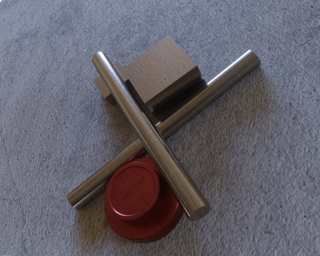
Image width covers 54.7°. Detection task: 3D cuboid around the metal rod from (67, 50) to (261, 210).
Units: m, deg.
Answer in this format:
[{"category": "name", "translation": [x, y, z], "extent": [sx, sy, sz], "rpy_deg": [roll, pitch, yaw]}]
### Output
[{"category": "metal rod", "translation": [0.004, 0.003, 0.402], "extent": [0.300, 0.025, 0.025], "rpy_deg": [-39, 51, 1]}]

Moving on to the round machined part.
[{"category": "round machined part", "translation": [-0.023, 0.078, 0.357], "extent": [0.098, 0.042, 0.098], "rpy_deg": [-13, 56, 20]}]

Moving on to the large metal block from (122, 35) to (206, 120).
[{"category": "large metal block", "translation": [0.007, -0.068, 0.428], "extent": [0.080, 0.050, 0.080], "rpy_deg": [-36, 51, 4]}]

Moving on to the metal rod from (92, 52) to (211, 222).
[{"category": "metal rod", "translation": [-0.028, -0.013, 0.394], "extent": [0.025, 0.025, 0.300], "rpy_deg": [-37, 51, 3]}]

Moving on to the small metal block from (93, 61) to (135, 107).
[{"category": "small metal block", "translation": [-0.070, -0.069, 0.484], "extent": [0.050, 0.025, 0.050], "rpy_deg": [-40, 51, 0]}]
